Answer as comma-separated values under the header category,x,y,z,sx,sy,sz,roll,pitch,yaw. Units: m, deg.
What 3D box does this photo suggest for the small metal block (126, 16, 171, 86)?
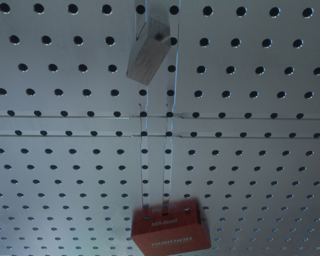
category,x,y,z,sx,sy,sz,roll,pitch,yaw
small metal block,-0.012,-0.081,0.326,0.025,0.050,0.050,22,127,-18

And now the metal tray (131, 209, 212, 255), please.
category,x,y,z,sx,sy,sz,roll,pitch,yaw
metal tray,0.022,0.201,0.579,0.130,0.030,0.090,-14,129,12
